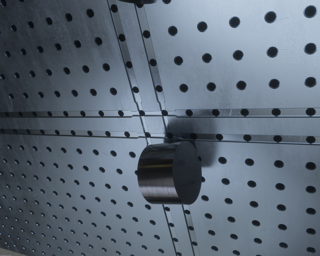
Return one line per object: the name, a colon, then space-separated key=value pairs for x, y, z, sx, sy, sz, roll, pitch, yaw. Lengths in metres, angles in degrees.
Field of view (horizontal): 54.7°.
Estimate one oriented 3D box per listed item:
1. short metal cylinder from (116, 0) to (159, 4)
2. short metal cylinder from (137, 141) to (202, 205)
short metal cylinder: x=-0.034 y=-0.158 z=0.294 sx=0.080 sy=0.080 sz=0.050 roll=26 pitch=127 yaw=11
short metal cylinder: x=0.015 y=0.059 z=0.403 sx=0.050 sy=0.080 sz=0.080 roll=-8 pitch=115 yaw=31
